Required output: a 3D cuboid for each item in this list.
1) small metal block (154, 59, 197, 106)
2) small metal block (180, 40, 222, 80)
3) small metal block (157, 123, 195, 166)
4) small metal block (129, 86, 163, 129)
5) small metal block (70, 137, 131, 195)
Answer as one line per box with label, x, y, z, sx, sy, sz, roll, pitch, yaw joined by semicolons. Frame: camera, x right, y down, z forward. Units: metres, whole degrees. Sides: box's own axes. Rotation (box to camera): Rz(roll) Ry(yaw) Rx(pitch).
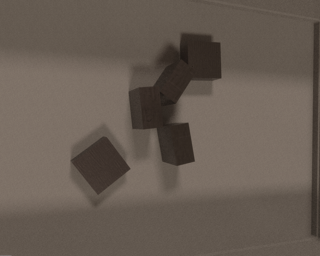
small metal block;0.014;-0.057;0.403;0.025;0.050;0.050;36;78;-17
small metal block;0.057;-0.093;0.433;0.050;0.025;0.050;-2;91;-20
small metal block;0.019;0.020;0.406;0.025;0.050;0.050;-11;94;-20
small metal block;-0.019;-0.025;0.391;0.025;0.050;0.050;-7;93;-20
small metal block;-0.074;0.046;0.384;0.050;0.025;0.050;-38;103;-16
